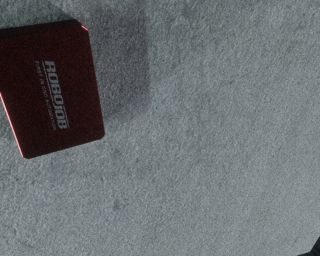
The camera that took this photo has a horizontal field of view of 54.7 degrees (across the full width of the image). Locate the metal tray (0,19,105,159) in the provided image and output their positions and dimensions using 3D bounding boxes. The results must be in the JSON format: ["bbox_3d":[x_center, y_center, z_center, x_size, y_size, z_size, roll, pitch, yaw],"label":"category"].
[{"bbox_3d":[-0.112,-0.038,0.320,0.091,0.030,0.129,-16,125,-20],"label":"metal tray"}]
